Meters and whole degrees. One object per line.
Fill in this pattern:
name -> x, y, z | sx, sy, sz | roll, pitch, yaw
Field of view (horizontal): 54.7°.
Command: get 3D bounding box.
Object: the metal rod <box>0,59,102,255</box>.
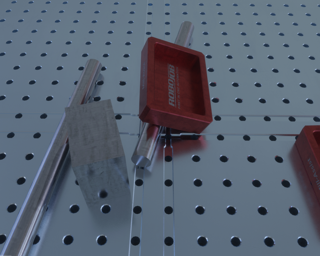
metal rod -> -0.123, 0.015, 0.393 | 0.025, 0.025, 0.300 | 6, 50, 4

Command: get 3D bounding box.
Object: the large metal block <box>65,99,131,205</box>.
large metal block -> -0.069, 0.027, 0.348 | 0.050, 0.080, 0.080 | -12, 51, -10

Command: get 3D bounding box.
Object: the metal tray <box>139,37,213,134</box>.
metal tray -> 0.020, -0.061, 0.426 | 0.091, 0.030, 0.130 | 13, 54, -19

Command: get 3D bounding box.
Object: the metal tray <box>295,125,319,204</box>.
metal tray -> 0.226, 0.054, 0.361 | 0.091, 0.030, 0.130 | -1, 50, -2

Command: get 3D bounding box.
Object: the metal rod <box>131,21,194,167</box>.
metal rod -> 0.014, -0.071, 0.467 | 0.025, 0.025, 0.300 | 11, 51, 9
